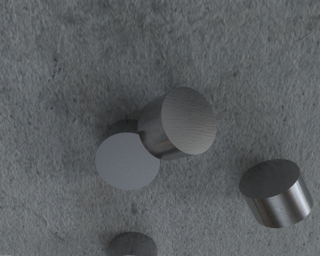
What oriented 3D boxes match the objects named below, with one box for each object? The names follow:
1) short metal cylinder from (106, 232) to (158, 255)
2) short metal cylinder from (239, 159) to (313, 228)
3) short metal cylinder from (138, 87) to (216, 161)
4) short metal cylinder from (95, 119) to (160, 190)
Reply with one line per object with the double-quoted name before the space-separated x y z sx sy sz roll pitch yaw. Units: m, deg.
"short metal cylinder" -0.044 0.208 0.472 0.081 0.050 0.079 0 110 -1
"short metal cylinder" 0.154 0.086 0.414 0.080 0.080 0.050 -27 108 9
"short metal cylinder" 0.021 -0.004 0.373 0.080 0.080 0.050 47 146 -15
"short metal cylinder" -0.040 0.034 0.408 0.081 0.050 0.079 0 110 -1
